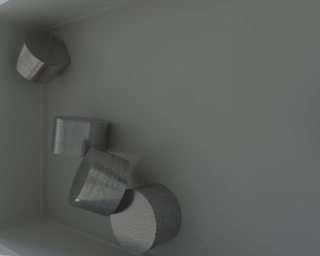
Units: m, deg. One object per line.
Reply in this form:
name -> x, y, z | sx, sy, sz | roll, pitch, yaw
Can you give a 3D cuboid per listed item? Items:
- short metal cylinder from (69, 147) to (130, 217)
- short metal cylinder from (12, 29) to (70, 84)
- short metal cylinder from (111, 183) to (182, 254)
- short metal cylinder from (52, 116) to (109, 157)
short metal cylinder -> -0.081, 0.071, 0.411 | 0.080, 0.050, 0.080 | -50, 25, 35
short metal cylinder -> -0.208, -0.124, 0.543 | 0.050, 0.081, 0.080 | -37, 67, 34
short metal cylinder -> -0.019, 0.116, 0.406 | 0.080, 0.050, 0.080 | 0, 90, 40
short metal cylinder -> -0.120, 0.011, 0.471 | 0.080, 0.081, 0.050 | 11, 97, 39
